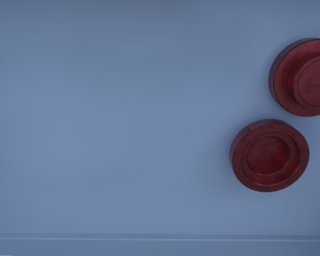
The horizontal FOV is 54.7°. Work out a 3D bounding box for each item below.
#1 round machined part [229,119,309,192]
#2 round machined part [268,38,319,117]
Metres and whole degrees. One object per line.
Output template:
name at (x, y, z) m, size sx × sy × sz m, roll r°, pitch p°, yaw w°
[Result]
round machined part at (0.142, 0.033, 0.416) m, size 0.099 × 0.042 × 0.097 m, roll 0°, pitch 110°, yaw 0°
round machined part at (0.190, -0.059, 0.382) m, size 0.099 × 0.042 × 0.097 m, roll 0°, pitch 110°, yaw 0°
